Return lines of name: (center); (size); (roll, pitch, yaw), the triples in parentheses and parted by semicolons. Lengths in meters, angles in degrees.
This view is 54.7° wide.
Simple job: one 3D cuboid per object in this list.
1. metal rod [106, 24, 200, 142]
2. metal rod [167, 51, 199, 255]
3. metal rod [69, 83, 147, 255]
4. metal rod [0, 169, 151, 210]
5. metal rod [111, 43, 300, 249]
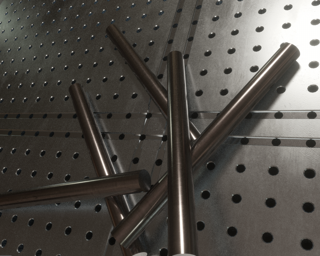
metal rod: (-0.021, -0.077, 0.464); (0.025, 0.025, 0.300); (-36, 51, 4)
metal rod: (0.021, 0.000, 0.352); (0.025, 0.025, 0.300); (-18, 41, 17)
metal rod: (-0.083, 0.038, 0.426); (0.025, 0.025, 0.300); (-34, 52, 6)
metal rod: (-0.145, 0.087, 0.407); (0.300, 0.025, 0.025); (-13, 56, 28)
metal rod: (0.059, 0.011, 0.353); (0.300, 0.025, 0.025); (-46, 51, -11)
